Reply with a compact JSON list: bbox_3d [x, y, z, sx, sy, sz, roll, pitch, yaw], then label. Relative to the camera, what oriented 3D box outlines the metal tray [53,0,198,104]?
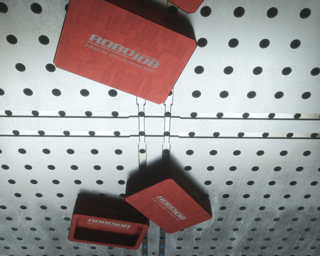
[{"bbox_3d":[-0.038,-0.087,0.334,0.131,0.030,0.089,19,128,-16],"label":"metal tray"}]

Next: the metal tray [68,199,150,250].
[{"bbox_3d":[-0.092,0.175,0.556,0.131,0.030,0.089,12,129,-11],"label":"metal tray"}]

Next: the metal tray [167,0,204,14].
[{"bbox_3d":[0.001,-0.172,0.262,0.131,0.030,0.090,26,125,-21],"label":"metal tray"}]

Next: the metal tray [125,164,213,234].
[{"bbox_3d":[0.016,0.121,0.512,0.090,0.030,0.130,-28,125,21],"label":"metal tray"}]
